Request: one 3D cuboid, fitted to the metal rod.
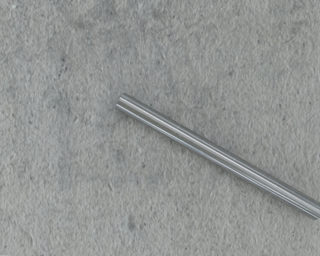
[{"bbox_3d":[0.078,0.038,0.411,0.301,0.025,0.025,29,90,-1],"label":"metal rod"}]
